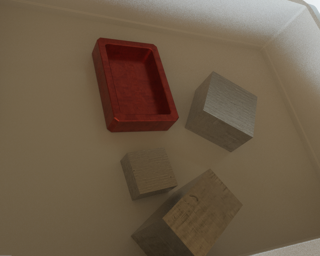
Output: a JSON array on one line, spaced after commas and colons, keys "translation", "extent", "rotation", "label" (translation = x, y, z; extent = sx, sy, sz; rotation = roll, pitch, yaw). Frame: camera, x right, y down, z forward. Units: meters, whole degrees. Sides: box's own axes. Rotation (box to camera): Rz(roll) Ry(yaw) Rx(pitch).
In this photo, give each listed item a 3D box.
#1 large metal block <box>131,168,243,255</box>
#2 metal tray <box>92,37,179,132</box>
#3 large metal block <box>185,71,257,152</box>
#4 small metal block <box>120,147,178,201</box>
[{"translation": [0.027, 0.098, 0.327], "extent": [0.050, 0.080, 0.081], "rotation": [49, 51, 5], "label": "large metal block"}, {"translation": [-0.035, -0.059, 0.420], "extent": [0.091, 0.030, 0.130], "rotation": [-1, 62, -29], "label": "metal tray"}, {"translation": [0.091, -0.024, 0.455], "extent": [0.080, 0.050, 0.080], "rotation": [28, 52, -11], "label": "large metal block"}, {"translation": [-0.013, 0.053, 0.367], "extent": [0.050, 0.025, 0.050], "rotation": [-7, 65, -31], "label": "small metal block"}]
